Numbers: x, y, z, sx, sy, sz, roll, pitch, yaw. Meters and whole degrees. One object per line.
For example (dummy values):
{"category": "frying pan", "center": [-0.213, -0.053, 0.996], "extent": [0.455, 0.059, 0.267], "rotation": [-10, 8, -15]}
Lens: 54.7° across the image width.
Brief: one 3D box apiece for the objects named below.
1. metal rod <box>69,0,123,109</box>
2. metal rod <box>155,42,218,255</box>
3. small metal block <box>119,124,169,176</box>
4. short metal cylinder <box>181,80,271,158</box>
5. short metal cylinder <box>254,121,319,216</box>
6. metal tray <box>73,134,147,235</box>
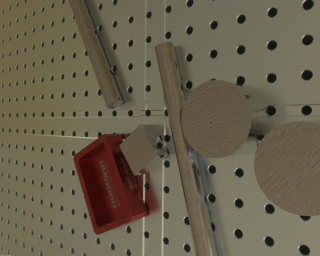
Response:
{"category": "metal rod", "center": [-0.121, -0.167, 0.506], "extent": [0.025, 0.025, 0.299], "rotation": [-34, 69, 34]}
{"category": "metal rod", "center": [0.033, 0.039, 0.380], "extent": [0.025, 0.025, 0.298], "rotation": [-18, 79, 38]}
{"category": "small metal block", "center": [-0.023, 0.030, 0.426], "extent": [0.050, 0.025, 0.050], "rotation": [-44, 64, 30]}
{"category": "short metal cylinder", "center": [0.071, -0.009, 0.334], "extent": [0.080, 0.050, 0.079], "rotation": [0, 90, 39]}
{"category": "short metal cylinder", "center": [0.134, 0.034, 0.282], "extent": [0.080, 0.050, 0.079], "rotation": [0, 90, 39]}
{"category": "metal tray", "center": [-0.079, 0.084, 0.468], "extent": [0.090, 0.030, 0.130], "rotation": [-32, 70, 35]}
